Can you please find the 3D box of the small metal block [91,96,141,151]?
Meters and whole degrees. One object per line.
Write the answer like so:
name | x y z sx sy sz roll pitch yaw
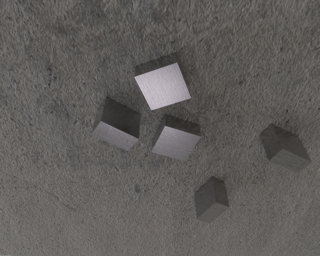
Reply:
small metal block | -0.053 -0.006 0.385 0.050 0.050 0.025 27 125 -21

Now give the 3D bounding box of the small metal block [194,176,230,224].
small metal block | 0.080 0.113 0.488 0.025 0.050 0.050 23 126 -19

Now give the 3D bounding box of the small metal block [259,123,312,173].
small metal block | 0.167 0.027 0.415 0.050 0.050 0.025 23 127 -18

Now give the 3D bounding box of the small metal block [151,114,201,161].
small metal block | 0.021 0.014 0.419 0.050 0.025 0.050 17 128 -14

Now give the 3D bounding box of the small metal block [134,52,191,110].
small metal block | 0.004 -0.054 0.361 0.050 0.025 0.050 -17 129 13
